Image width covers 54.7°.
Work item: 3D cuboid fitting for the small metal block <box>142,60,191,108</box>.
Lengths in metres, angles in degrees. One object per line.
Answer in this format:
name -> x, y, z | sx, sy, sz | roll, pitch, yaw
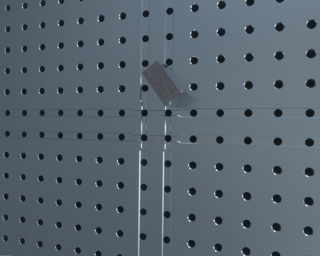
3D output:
small metal block -> 0.010, -0.055, 0.395 | 0.025, 0.050, 0.050 | -38, 78, 16
